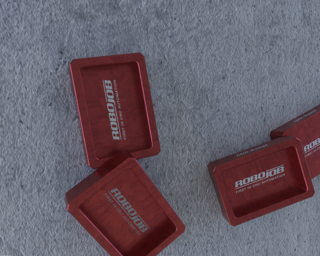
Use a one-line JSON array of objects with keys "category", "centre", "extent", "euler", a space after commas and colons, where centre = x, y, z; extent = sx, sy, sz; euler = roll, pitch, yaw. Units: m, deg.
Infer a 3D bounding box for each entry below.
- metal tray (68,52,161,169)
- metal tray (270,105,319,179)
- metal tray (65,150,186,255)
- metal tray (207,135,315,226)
[{"category": "metal tray", "centre": [-0.056, -0.023, 0.385], "extent": [0.091, 0.030, 0.129], "euler": [-11, 94, -20]}, {"category": "metal tray", "centre": [0.248, 0.021, 0.498], "extent": [0.131, 0.030, 0.090], "euler": [-26, 99, -18]}, {"category": "metal tray", "centre": [-0.038, 0.103, 0.374], "extent": [0.090, 0.030, 0.130], "euler": [-38, 114, -10]}, {"category": "metal tray", "centre": [0.144, 0.073, 0.442], "extent": [0.131, 0.030, 0.090], "euler": [-19, 97, -5]}]
